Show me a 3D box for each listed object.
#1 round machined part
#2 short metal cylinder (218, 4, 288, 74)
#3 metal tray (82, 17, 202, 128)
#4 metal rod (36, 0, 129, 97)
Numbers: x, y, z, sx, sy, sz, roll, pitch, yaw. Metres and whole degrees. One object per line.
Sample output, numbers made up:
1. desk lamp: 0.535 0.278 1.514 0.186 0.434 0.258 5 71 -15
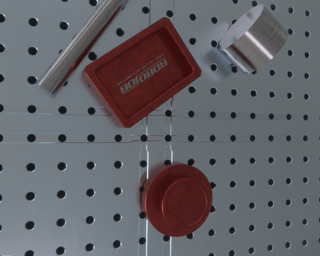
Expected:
1. round machined part: 0.028 0.097 0.414 0.099 0.042 0.097 0 90 -20
2. short metal cylinder: 0.127 -0.122 0.430 0.050 0.080 0.080 40 78 -16
3. metal tray: -0.021 -0.071 0.401 0.131 0.030 0.090 -38 102 -16
4. metal rod: -0.053 -0.166 0.392 0.025 0.025 0.300 37 78 -16
